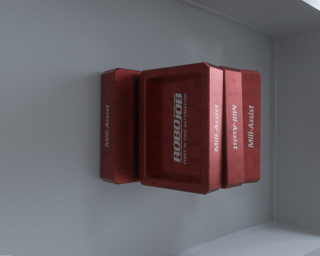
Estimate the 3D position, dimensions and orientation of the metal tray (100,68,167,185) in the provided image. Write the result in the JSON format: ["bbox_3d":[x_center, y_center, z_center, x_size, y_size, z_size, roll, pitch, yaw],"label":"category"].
[{"bbox_3d":[-0.025,-0.002,0.379,0.091,0.030,0.129,1,90,-40],"label":"metal tray"}]

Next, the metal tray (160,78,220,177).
[{"bbox_3d":[0.044,0.000,0.438,0.091,0.030,0.129,1,90,-40],"label":"metal tray"}]

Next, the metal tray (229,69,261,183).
[{"bbox_3d":[0.083,-0.002,0.389,0.030,0.090,0.129,0,90,-26],"label":"metal tray"}]

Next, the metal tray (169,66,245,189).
[{"bbox_3d":[0.051,0.000,0.364,0.030,0.090,0.129,0,88,-40],"label":"metal tray"}]

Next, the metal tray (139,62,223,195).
[{"bbox_3d":[0.021,0.000,0.336,0.030,0.090,0.129,0,90,-53],"label":"metal tray"}]
